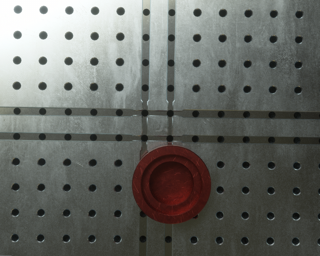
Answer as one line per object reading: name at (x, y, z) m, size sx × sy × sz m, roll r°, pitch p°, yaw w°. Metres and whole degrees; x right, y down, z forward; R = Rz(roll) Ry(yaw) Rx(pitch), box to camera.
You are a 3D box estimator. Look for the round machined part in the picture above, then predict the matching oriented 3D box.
round machined part at (0.015, 0.071, 0.405) m, size 0.099 × 0.042 × 0.097 m, roll 0°, pitch 90°, yaw 0°
